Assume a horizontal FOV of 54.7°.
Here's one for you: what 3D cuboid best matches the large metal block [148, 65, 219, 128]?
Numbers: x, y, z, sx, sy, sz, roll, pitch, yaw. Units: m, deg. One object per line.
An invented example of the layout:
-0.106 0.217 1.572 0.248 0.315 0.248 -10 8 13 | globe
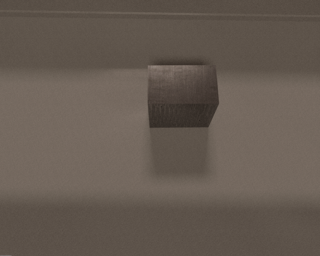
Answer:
0.026 -0.037 0.394 0.081 0.080 0.050 0 70 -1 | large metal block
